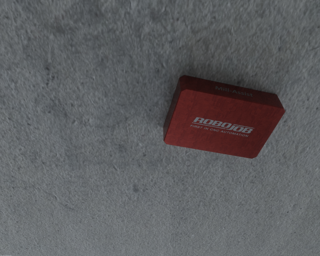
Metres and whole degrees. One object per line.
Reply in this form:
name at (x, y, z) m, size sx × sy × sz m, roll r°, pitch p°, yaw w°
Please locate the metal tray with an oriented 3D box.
metal tray at (0.077, -0.011, 0.396) m, size 0.131 × 0.030 × 0.089 m, roll 10°, pitch 130°, yaw -9°
